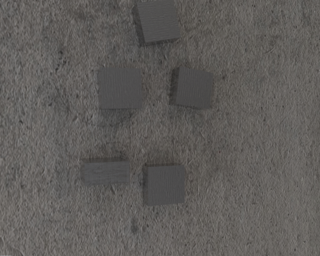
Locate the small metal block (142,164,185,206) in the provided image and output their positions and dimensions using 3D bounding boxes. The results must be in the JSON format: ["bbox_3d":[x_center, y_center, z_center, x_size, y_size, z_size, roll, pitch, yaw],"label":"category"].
[{"bbox_3d":[0.005,0.074,0.411,0.050,0.025,0.050,0,90,-20],"label":"small metal block"}]

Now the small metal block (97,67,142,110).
[{"bbox_3d":[-0.051,-0.049,0.390,0.050,0.025,0.050,-2,91,-20],"label":"small metal block"}]

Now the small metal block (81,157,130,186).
[{"bbox_3d":[-0.067,0.051,0.371,0.050,0.050,0.025,-1,91,-20],"label":"small metal block"}]

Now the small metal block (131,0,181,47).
[{"bbox_3d":[-0.005,-0.137,0.407,0.050,0.025,0.050,-14,95,-20],"label":"small metal block"}]

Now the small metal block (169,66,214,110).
[{"bbox_3d":[0.042,-0.053,0.424,0.050,0.025,0.050,7,88,-20],"label":"small metal block"}]
